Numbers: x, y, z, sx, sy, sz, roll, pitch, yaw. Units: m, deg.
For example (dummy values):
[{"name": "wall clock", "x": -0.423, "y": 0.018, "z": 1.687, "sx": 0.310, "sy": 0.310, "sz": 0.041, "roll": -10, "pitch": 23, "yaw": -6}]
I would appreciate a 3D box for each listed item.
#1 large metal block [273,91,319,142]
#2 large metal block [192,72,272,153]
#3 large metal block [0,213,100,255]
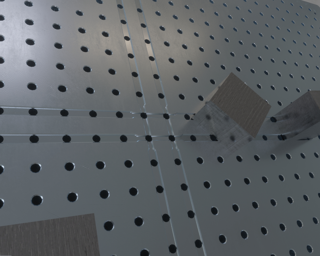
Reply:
[{"name": "large metal block", "x": 0.256, "y": -0.020, "z": 0.522, "sx": 0.081, "sy": 0.080, "sz": 0.050, "roll": -4, "pitch": 64, "yaw": -30}, {"name": "large metal block", "x": 0.108, "y": -0.024, "z": 0.464, "sx": 0.080, "sy": 0.050, "sz": 0.080, "roll": 41, "pitch": 51, "yaw": 0}, {"name": "large metal block", "x": -0.096, "y": 0.124, "z": 0.264, "sx": 0.081, "sy": 0.050, "sz": 0.080, "roll": 0, "pitch": 62, "yaw": -28}]
